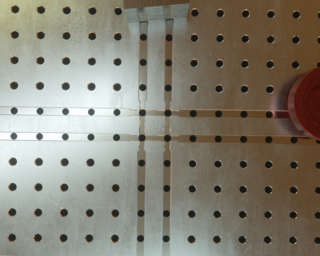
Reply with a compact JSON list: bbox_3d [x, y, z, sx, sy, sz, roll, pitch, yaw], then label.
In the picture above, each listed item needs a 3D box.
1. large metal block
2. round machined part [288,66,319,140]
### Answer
[{"bbox_3d":[-0.008,-0.188,0.401,0.081,0.050,0.079,-5,90,-1],"label":"large metal block"},{"bbox_3d":[0.217,-0.032,0.408,0.099,0.042,0.097,0,90,-1],"label":"round machined part"}]
